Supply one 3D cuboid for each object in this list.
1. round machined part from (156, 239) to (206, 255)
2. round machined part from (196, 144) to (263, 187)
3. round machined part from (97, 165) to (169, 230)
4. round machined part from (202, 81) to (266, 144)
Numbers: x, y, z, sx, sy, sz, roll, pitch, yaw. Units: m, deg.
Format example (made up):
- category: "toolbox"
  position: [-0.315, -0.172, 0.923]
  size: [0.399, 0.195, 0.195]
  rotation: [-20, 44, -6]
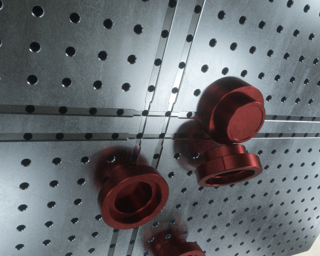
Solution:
- category: "round machined part"
  position: [0.032, 0.246, 0.572]
  size: [0.099, 0.042, 0.097]
  rotation: [-14, 125, -21]
- category: "round machined part"
  position: [0.102, 0.056, 0.473]
  size: [0.099, 0.042, 0.098]
  rotation: [-8, 155, -4]
- category: "round machined part"
  position: [-0.040, 0.092, 0.437]
  size: [0.099, 0.042, 0.097]
  rotation: [-14, 125, -21]
- category: "round machined part"
  position: [0.115, -0.017, 0.455]
  size: [0.099, 0.042, 0.097]
  rotation: [-14, 125, -21]
